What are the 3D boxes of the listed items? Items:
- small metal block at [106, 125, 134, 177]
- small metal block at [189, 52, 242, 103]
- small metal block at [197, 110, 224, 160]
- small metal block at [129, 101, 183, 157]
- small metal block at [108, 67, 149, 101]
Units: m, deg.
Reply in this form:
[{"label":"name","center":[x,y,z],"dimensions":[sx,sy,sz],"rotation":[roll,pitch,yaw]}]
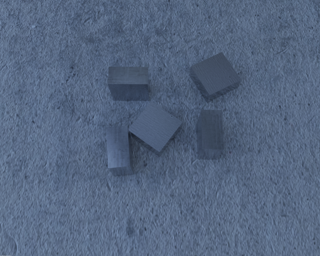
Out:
[{"label":"small metal block","center":[-0.049,0.030,0.383],"dimensions":[0.025,0.050,0.050],"rotation":[-5,70,-2]},{"label":"small metal block","center":[0.077,-0.071,0.434],"dimensions":[0.050,0.025,0.050],"rotation":[-27,72,-10]},{"label":"small metal block","center":[0.062,0.010,0.392],"dimensions":[0.025,0.050,0.050],"rotation":[1,70,0]},{"label":"small metal block","center":[-0.006,0.002,0.407],"dimensions":[0.050,0.025,0.050],"rotation":[35,74,11]},{"label":"small metal block","center":[-0.040,-0.058,0.416],"dimensions":[0.050,0.050,0.025],"rotation":[0,70,0]}]
